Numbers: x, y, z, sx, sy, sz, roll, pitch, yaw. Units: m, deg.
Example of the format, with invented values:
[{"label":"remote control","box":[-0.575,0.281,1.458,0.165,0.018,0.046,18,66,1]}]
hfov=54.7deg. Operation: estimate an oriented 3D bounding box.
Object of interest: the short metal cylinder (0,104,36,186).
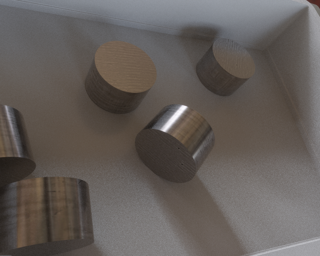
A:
[{"label":"short metal cylinder","box":[-0.158,0.021,0.273,0.081,0.080,0.050,-10,67,-32]}]

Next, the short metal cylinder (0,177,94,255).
[{"label":"short metal cylinder","box":[-0.100,0.080,0.268,0.081,0.080,0.050,1,61,-28]}]

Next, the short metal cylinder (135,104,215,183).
[{"label":"short metal cylinder","box":[0.018,0.019,0.368,0.080,0.080,0.050,42,51,0]}]

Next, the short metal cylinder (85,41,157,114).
[{"label":"short metal cylinder","box":[-0.051,-0.065,0.402,0.081,0.050,0.080,14,56,-21]}]

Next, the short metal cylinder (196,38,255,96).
[{"label":"short metal cylinder","box":[0.107,-0.099,0.507,0.081,0.050,0.080,14,56,-21]}]
